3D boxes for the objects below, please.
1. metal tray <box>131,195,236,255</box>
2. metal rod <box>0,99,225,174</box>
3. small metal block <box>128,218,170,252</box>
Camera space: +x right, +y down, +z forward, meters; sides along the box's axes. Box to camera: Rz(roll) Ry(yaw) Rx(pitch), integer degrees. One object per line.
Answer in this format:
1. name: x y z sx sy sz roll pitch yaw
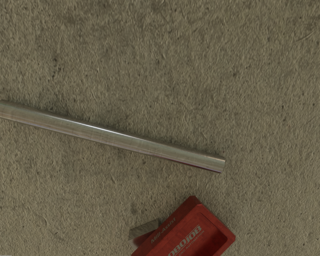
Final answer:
1. metal tray: 0.034 0.174 0.450 0.130 0.030 0.090 -45 110 -2
2. metal rod: -0.060 0.013 0.413 0.302 0.025 0.025 15 109 -6
3. small metal block: -0.014 0.173 0.474 0.050 0.025 0.050 -25 109 8
